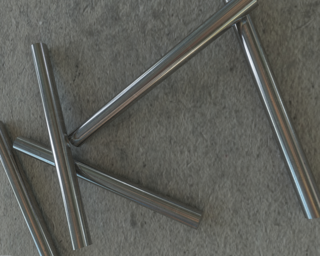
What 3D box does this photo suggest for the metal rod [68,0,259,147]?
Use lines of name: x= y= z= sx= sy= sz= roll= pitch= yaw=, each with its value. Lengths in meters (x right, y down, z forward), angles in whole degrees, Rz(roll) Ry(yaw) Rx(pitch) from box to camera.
metal rod: x=-0.011 y=-0.064 z=0.397 sx=0.299 sy=0.025 sz=0.025 roll=-36 pitch=79 yaw=21

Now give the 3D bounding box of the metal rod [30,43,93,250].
metal rod: x=-0.142 y=0.015 z=0.436 sx=0.025 sy=0.025 sz=0.299 roll=-22 pitch=75 yaw=18

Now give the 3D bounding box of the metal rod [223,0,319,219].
metal rod: x=0.128 y=-0.043 z=0.363 sx=0.025 sy=0.025 sz=0.299 roll=-21 pitch=83 yaw=18

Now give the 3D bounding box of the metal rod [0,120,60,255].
metal rod: x=-0.200 y=0.125 z=0.477 sx=0.025 sy=0.025 sz=0.299 roll=-30 pitch=81 yaw=17

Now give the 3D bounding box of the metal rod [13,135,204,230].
metal rod: x=-0.084 y=0.070 z=0.437 sx=0.301 sy=0.025 sz=0.025 roll=19 pitch=96 yaw=18
